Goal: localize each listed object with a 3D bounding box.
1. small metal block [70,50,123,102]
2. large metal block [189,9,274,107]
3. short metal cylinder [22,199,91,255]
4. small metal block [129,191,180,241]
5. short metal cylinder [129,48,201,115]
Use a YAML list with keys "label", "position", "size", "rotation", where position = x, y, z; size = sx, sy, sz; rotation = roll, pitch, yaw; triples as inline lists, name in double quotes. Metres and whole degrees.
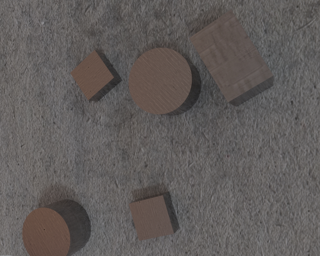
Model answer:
- label: "small metal block"
  position: [-0.091, -0.073, 0.441]
  size: [0.050, 0.025, 0.050]
  rotation: [-38, 78, 16]
- label: "large metal block"
  position: [0.084, -0.073, 0.350]
  size: [0.050, 0.080, 0.080]
  rotation: [-32, 80, 17]
- label: "short metal cylinder"
  position: [-0.148, 0.149, 0.448]
  size: [0.080, 0.050, 0.080]
  rotation: [0, 90, 20]
- label: "small metal block"
  position: [-0.008, 0.117, 0.412]
  size: [0.050, 0.025, 0.050]
  rotation: [-18, 84, 19]
- label: "short metal cylinder"
  position: [0.008, -0.056, 0.393]
  size: [0.080, 0.050, 0.080]
  rotation: [0, 90, 20]
